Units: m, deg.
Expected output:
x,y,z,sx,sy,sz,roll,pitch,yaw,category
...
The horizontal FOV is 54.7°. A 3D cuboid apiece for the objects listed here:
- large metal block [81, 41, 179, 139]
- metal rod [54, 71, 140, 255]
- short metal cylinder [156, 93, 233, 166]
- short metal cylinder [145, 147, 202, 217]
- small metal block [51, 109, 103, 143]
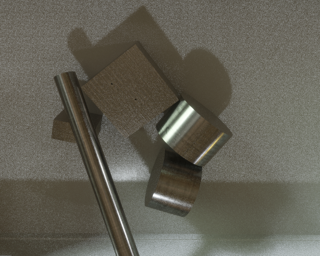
x,y,z,sx,sy,sz,roll,pitch,yaw,category
-0.034,-0.048,0.380,0.080,0.050,0.080,-36,107,12,large metal block
-0.061,0.081,0.359,0.025,0.025,0.298,-19,92,6,metal rod
0.042,0.002,0.383,0.080,0.080,0.050,36,106,-13,short metal cylinder
0.016,0.071,0.409,0.050,0.080,0.079,19,109,-7,short metal cylinder
-0.104,-0.002,0.396,0.050,0.050,0.025,12,110,-5,small metal block
